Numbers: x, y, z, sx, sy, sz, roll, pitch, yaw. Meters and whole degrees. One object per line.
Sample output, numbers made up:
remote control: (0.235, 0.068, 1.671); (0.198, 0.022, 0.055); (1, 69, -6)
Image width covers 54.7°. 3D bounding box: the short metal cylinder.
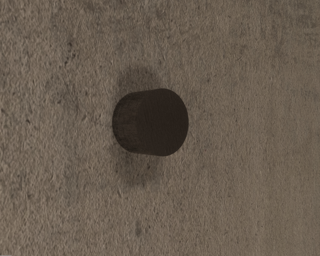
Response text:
short metal cylinder: (-0.011, -0.007, 0.381); (0.081, 0.050, 0.079); (0, 90, -40)
